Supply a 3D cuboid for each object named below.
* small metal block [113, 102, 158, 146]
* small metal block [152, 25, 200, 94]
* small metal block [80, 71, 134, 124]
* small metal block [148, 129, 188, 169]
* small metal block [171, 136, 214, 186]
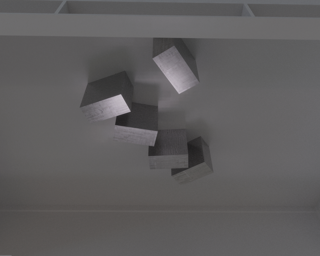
[{"bbox_3d":[-0.030,-0.007,0.387,0.050,0.050,0.025,9,130,-8],"label":"small metal block"},{"bbox_3d":[0.017,-0.073,0.330,0.025,0.050,0.050,-27,125,21],"label":"small metal block"},{"bbox_3d":[-0.060,-0.036,0.361,0.050,0.050,0.025,-16,128,13],"label":"small metal block"},{"bbox_3d":[0.011,0.028,0.416,0.050,0.050,0.025,-3,130,2],"label":"small metal block"},{"bbox_3d":[0.043,0.046,0.432,0.050,0.050,0.025,-27,125,21],"label":"small metal block"}]
